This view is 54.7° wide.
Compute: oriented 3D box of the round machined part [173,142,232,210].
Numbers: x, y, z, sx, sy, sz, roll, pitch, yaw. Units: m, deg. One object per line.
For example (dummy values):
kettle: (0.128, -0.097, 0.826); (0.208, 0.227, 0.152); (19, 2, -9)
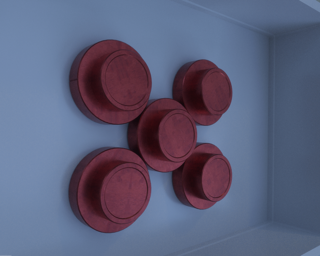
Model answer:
round machined part: (0.069, 0.071, 0.454); (0.099, 0.042, 0.097); (0, 90, -40)

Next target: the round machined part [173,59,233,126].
round machined part: (0.069, -0.052, 0.454); (0.099, 0.042, 0.097); (0, 90, -40)

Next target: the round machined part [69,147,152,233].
round machined part: (-0.049, 0.071, 0.355); (0.099, 0.042, 0.097); (0, 90, -40)

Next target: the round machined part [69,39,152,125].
round machined part: (-0.048, -0.052, 0.355); (0.099, 0.042, 0.097); (0, 90, -40)

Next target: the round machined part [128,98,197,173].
round machined part: (0.011, 0.010, 0.404); (0.099, 0.042, 0.097); (0, 90, -40)
